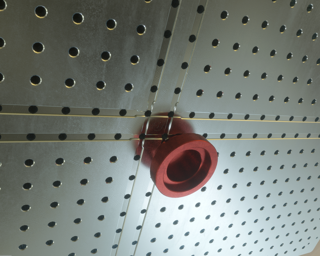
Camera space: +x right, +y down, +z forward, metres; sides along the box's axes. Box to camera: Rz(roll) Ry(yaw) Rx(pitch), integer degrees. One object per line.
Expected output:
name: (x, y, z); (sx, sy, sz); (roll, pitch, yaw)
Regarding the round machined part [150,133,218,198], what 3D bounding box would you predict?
round machined part: (0.030, 0.049, 0.446); (0.099, 0.042, 0.097); (-14, 124, -21)
